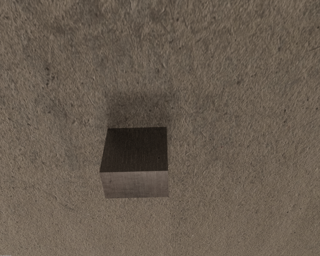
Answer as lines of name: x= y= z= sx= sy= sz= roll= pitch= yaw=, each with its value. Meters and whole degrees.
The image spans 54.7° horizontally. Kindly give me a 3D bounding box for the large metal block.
large metal block: x=-0.030 y=0.044 z=0.408 sx=0.081 sy=0.080 sz=0.050 roll=-2 pitch=130 yaw=1
